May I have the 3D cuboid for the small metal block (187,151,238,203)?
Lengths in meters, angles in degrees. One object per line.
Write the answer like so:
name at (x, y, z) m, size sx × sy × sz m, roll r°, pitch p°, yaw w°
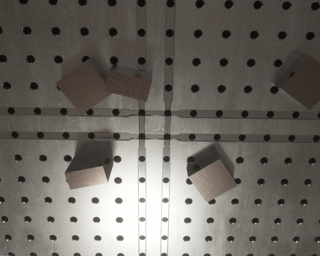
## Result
small metal block at (0.074, 0.070, 0.440) m, size 0.050 × 0.025 × 0.050 m, roll -32°, pitch 107°, yaw 11°

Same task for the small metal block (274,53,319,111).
small metal block at (0.186, -0.059, 0.394) m, size 0.050 × 0.025 × 0.050 m, roll 34°, pitch 106°, yaw -12°

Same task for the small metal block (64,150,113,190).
small metal block at (-0.094, 0.055, 0.419) m, size 0.050 × 0.050 × 0.025 m, roll -11°, pitch 110°, yaw 3°

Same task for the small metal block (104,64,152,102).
small metal block at (-0.037, -0.057, 0.379) m, size 0.050 × 0.050 × 0.025 m, roll 13°, pitch 109°, yaw -6°

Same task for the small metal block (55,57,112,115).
small metal block at (-0.093, -0.053, 0.392) m, size 0.050 × 0.025 × 0.050 m, roll -33°, pitch 107°, yaw 11°
